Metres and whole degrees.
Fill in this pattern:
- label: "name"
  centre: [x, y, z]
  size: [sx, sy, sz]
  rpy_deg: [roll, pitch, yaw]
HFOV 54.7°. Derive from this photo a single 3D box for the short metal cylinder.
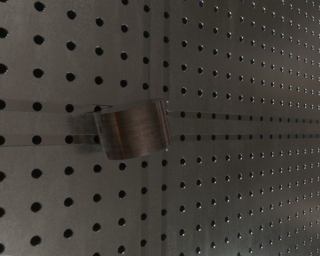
- label: "short metal cylinder"
  centre: [-0.030, -0.001, 0.350]
  size: [0.081, 0.080, 0.050]
  rpy_deg: [-20, 103, -39]
